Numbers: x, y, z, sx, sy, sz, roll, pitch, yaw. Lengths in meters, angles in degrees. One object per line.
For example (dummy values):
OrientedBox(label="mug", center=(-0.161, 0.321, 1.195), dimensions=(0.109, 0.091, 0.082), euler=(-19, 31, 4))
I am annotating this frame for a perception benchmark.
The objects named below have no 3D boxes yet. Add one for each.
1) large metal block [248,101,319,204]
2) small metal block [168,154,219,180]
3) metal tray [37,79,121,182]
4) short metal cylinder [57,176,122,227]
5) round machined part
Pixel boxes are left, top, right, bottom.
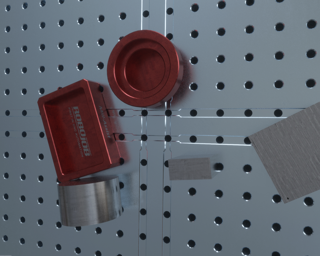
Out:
OrientedBox(label="large metal block", center=(0.156, 0.026, 0.344), dimensions=(0.080, 0.050, 0.080), euler=(-29, 81, 17))
OrientedBox(label="small metal block", center=(0.043, 0.048, 0.384), dimensions=(0.050, 0.050, 0.025), euler=(-5, 89, 19))
OrientedBox(label="metal tray", center=(-0.118, 0.005, 0.450), dimensions=(0.090, 0.030, 0.129), euler=(-19, 84, 18))
OrientedBox(label="short metal cylinder", center=(-0.093, 0.095, 0.415), dimensions=(0.080, 0.080, 0.050), euler=(-7, 88, 19))
OrientedBox(label="round machined part", center=(-0.016, -0.075, 0.409), dimensions=(0.098, 0.042, 0.097), euler=(0, 90, 19))
